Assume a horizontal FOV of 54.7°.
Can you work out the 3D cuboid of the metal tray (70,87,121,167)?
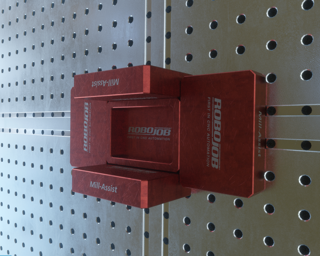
[{"bbox_3d":[-0.102,-0.001,0.487,0.090,0.030,0.129,1,91,39],"label":"metal tray"}]

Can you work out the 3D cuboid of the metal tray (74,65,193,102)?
[{"bbox_3d":[-0.035,-0.052,0.394,0.130,0.091,0.030,1,91,39],"label":"metal tray"}]

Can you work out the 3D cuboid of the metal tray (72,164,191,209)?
[{"bbox_3d":[-0.037,0.068,0.394,0.130,0.091,0.030,1,91,39],"label":"metal tray"}]

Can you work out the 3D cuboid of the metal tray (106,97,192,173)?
[{"bbox_3d":[-0.018,0.007,0.416,0.130,0.030,0.089,1,91,39],"label":"metal tray"}]

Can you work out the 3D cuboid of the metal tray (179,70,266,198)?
[{"bbox_3d":[0.068,0.005,0.347,0.090,0.030,0.129,1,91,38],"label":"metal tray"}]
